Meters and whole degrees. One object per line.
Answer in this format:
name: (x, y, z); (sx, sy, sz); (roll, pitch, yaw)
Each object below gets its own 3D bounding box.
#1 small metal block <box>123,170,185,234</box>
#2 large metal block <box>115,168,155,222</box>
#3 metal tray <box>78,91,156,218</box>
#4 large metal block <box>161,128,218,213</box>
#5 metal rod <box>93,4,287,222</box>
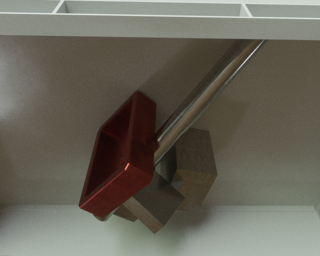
small metal block: (-0.006, 0.087, 0.367); (0.050, 0.050, 0.025); (42, 133, 6)
large metal block: (-0.054, 0.073, 0.434); (0.080, 0.080, 0.050); (29, 124, -23)
metal tray: (-0.046, 0.026, 0.360); (0.030, 0.130, 0.090); (34, 123, -24)
large metal block: (0.035, 0.055, 0.420); (0.050, 0.080, 0.079); (10, 129, -9)
metal rod: (0.022, -0.006, 0.344); (0.025, 0.025, 0.299); (34, 105, -26)
